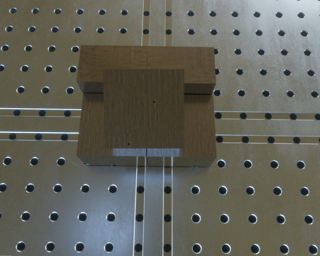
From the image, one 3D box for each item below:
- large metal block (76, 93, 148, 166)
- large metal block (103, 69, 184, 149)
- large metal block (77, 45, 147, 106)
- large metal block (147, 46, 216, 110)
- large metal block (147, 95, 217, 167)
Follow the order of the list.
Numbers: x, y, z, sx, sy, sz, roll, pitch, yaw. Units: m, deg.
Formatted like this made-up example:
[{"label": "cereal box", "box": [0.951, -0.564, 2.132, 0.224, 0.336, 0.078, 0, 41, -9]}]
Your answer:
[{"label": "large metal block", "box": [-0.056, 0.003, 0.395, 0.081, 0.050, 0.080, 1, 70, 0]}, {"label": "large metal block", "box": [-0.016, -0.021, 0.335, 0.081, 0.050, 0.079, 0, 94, -1]}, {"label": "large metal block", "box": [-0.056, -0.063, 0.404, 0.081, 0.080, 0.050, 1, 70, 0]}, {"label": "large metal block", "box": [0.025, -0.062, 0.404, 0.081, 0.080, 0.050, 1, 70, 0]}, {"label": "large metal block", "box": [0.026, 0.004, 0.394, 0.081, 0.050, 0.080, 1, 70, 0]}]
